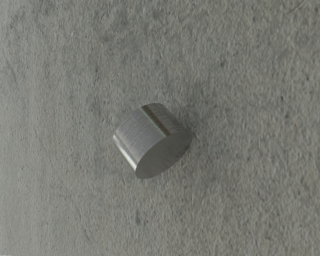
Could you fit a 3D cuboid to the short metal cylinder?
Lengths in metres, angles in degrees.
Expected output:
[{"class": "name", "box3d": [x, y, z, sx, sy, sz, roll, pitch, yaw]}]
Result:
[{"class": "short metal cylinder", "box3d": [-0.009, 0.016, 0.375, 0.050, 0.081, 0.080, 50, 119, 28]}]
